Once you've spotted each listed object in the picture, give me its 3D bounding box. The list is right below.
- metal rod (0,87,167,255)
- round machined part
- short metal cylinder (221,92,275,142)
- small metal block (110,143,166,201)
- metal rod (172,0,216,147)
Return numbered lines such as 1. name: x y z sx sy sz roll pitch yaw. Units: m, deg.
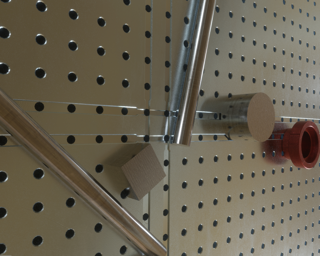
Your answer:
1. metal rod: -0.084 0.061 0.338 0.300 0.025 0.025 52 60 -27
2. round machined part: 0.290 0.034 0.641 0.099 0.042 0.097 0 90 -40
3. short metal cylinder: 0.147 -0.017 0.516 0.081 0.050 0.080 0 90 -40
4. small metal block: -0.026 0.053 0.387 0.050 0.025 0.050 -39 114 -33
5. metal rod: 0.058 -0.121 0.457 0.025 0.025 0.299 19 78 -39
